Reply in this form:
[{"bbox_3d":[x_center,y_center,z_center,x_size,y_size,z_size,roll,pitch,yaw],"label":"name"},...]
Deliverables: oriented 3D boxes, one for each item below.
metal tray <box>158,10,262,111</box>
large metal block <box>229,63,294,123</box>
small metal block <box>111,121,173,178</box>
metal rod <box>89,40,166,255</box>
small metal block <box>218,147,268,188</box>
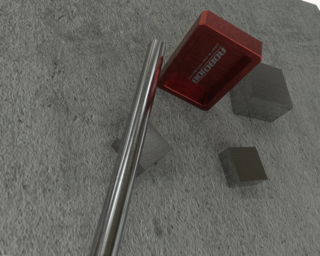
[{"bbox_3d":[0.063,-0.084,0.424,0.090,0.129,0.030,26,53,-13],"label":"metal tray"},{"bbox_3d":[0.164,-0.062,0.517,0.081,0.050,0.080,11,57,-23],"label":"large metal block"},{"bbox_3d":[-0.022,0.024,0.379,0.050,0.025,0.050,-34,81,-38],"label":"small metal block"},{"bbox_3d":[-0.028,0.004,0.355,0.025,0.025,0.300,23,53,-15],"label":"metal rod"},{"bbox_3d":[0.116,0.055,0.435,0.050,0.025,0.050,1,61,-28],"label":"small metal block"}]
